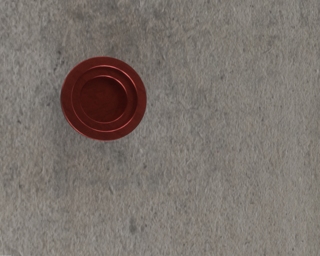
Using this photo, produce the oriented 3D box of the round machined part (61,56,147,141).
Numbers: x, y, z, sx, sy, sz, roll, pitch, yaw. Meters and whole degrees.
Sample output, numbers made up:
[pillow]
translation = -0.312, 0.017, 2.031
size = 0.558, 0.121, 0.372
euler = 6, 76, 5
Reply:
[round machined part]
translation = -0.069, -0.034, 0.375
size = 0.099, 0.042, 0.097
euler = 0, 90, -21
